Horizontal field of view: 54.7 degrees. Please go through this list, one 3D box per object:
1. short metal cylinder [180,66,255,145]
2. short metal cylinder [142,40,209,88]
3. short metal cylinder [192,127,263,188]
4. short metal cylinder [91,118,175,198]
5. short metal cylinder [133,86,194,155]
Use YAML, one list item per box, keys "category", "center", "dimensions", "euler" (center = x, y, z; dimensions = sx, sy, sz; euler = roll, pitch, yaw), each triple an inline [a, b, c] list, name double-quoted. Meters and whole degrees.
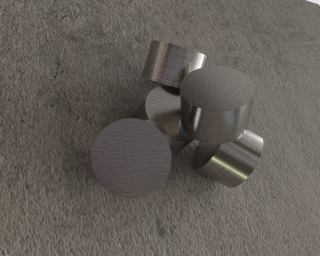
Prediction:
- category: "short metal cylinder"
  center: [0.063, -0.027, 0.354]
  dimensions: [0.080, 0.050, 0.080]
  euler: [-2, 45, 2]
- category: "short metal cylinder"
  center: [0.020, -0.083, 0.423]
  dimensions: [0.081, 0.080, 0.050]
  euler: [13, 100, -21]
- category: "short metal cylinder"
  center: [0.085, 0.029, 0.397]
  dimensions: [0.050, 0.080, 0.080]
  euler: [31, 52, -9]
- category: "short metal cylinder"
  center: [-0.026, 0.029, 0.331]
  dimensions: [0.080, 0.050, 0.079]
  euler: [0, 92, 6]
- category: "short metal cylinder"
  center: [0.009, -0.007, 0.398]
  dimensions: [0.081, 0.050, 0.080]
  euler: [14, 55, -21]
